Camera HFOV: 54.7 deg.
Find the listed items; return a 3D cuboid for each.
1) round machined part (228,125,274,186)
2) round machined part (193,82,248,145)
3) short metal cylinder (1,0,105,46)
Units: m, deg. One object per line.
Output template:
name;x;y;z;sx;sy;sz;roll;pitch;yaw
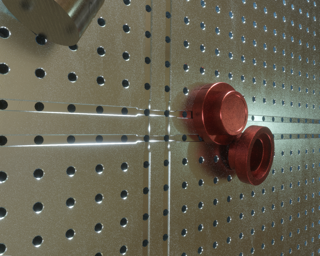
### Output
round machined part;0.150;0.043;0.517;0.099;0.042;0.097;-10;104;-45
round machined part;0.100;-0.023;0.481;0.099;0.042;0.097;0;90;-40
short metal cylinder;-0.099;-0.123;0.290;0.080;0.080;0.050;39;66;-33
